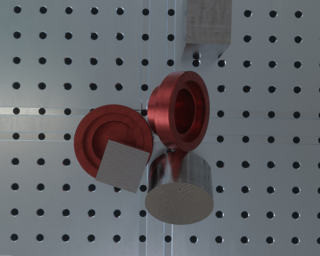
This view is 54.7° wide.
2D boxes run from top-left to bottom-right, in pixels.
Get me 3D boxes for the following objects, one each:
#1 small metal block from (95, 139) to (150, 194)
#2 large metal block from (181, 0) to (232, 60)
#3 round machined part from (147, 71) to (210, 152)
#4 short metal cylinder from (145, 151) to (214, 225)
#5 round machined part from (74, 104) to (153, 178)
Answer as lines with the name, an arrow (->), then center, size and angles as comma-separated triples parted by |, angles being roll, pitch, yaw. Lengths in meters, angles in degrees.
small metal block -> -0.043, 0.045, 0.371 | 0.050, 0.025, 0.050 | 19, 90, 0
large metal block -> 0.055, -0.134, 0.386 | 0.050, 0.080, 0.080 | 2, 90, 0
round machined part -> 0.021, -0.021, 0.387 | 0.042, 0.099, 0.097 | 5, 90, 35
short metal cylinder -> 0.024, 0.075, 0.381 | 0.080, 0.050, 0.079 | 2, 129, 3
round machined part -> -0.058, 0.019, 0.404 | 0.099, 0.042, 0.097 | 0, 90, 0
